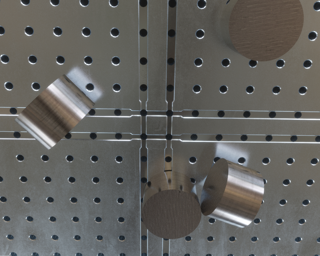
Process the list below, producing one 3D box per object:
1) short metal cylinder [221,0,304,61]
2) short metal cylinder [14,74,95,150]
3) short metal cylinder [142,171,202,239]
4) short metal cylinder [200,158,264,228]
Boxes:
[{"bbox_3d":[0.114,-0.121,0.357,0.081,0.050,0.079,0,110,0],"label":"short metal cylinder"},{"bbox_3d":[-0.126,-0.020,0.376,0.080,0.080,0.050,-40,105,13],"label":"short metal cylinder"},{"bbox_3d":[0.016,0.109,0.440,0.081,0.050,0.079,0,110,0],"label":"short metal cylinder"},{"bbox_3d":[0.095,0.087,0.417,0.050,0.080,0.079,21,109,-8],"label":"short metal cylinder"}]
